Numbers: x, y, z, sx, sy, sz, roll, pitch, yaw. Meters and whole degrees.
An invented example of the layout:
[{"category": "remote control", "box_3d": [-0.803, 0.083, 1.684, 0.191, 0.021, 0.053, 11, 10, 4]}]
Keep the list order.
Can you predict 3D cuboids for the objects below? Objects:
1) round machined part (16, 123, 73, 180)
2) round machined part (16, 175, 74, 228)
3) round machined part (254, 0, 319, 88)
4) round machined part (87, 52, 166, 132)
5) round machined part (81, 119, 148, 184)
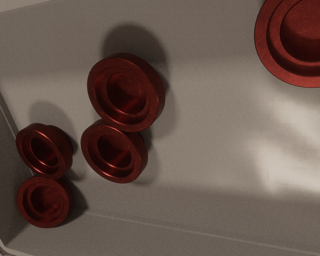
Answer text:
[{"category": "round machined part", "box_3d": [-0.185, 0.034, 0.514, 0.098, 0.042, 0.097, 13, 124, 20]}, {"category": "round machined part", "box_3d": [-0.204, 0.128, 0.565, 0.099, 0.042, 0.097, 1, 99, 6]}, {"category": "round machined part", "box_3d": [0.137, -0.088, 0.271, 0.098, 0.042, 0.097, 13, 124, 20]}, {"category": "round machined part", "box_3d": [-0.038, -0.047, 0.387, 0.098, 0.042, 0.097, 13, 124, 20]}, {"category": "round machined part", "box_3d": [-0.061, 0.028, 0.446, 0.098, 0.042, 0.097, 13, 124, 20]}]
